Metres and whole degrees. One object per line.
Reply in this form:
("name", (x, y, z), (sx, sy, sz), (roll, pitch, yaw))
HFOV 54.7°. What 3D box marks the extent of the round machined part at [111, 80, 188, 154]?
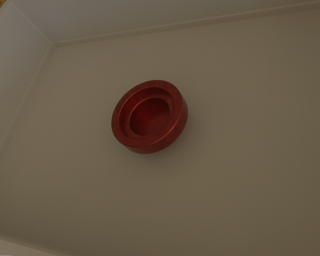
("round machined part", (-0.010, -0.011, 0.400), (0.098, 0.042, 0.098), (-13, 56, 20))
